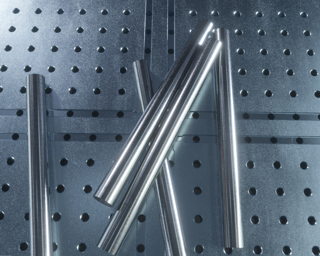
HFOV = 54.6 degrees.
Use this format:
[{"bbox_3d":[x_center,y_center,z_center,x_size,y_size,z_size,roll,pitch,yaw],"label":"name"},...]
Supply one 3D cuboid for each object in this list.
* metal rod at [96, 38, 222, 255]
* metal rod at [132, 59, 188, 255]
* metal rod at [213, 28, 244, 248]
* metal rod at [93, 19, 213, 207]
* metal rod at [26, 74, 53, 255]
[{"bbox_3d":[0.009,0.007,0.382,0.025,0.025,0.300,25,69,9],"label":"metal rod"},{"bbox_3d":[0.000,0.047,0.394,0.025,0.025,0.299,-10,70,-4],"label":"metal rod"},{"bbox_3d":[0.088,-0.001,0.412,0.025,0.025,0.299,1,70,0],"label":"metal rod"},{"bbox_3d":[0.004,-0.038,0.402,0.025,0.025,0.300,25,63,9],"label":"metal rod"},{"bbox_3d":[-0.150,0.069,0.385,0.025,0.025,0.299,-9,70,-3],"label":"metal rod"}]
